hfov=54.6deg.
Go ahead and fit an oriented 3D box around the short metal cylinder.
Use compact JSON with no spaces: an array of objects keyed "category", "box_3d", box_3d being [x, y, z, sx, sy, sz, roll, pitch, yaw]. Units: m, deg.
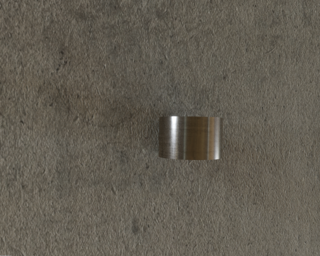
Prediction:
[{"category":"short metal cylinder","box_3d":[0.039,0.012,0.394,0.081,0.080,0.050,1,90,-20]}]
